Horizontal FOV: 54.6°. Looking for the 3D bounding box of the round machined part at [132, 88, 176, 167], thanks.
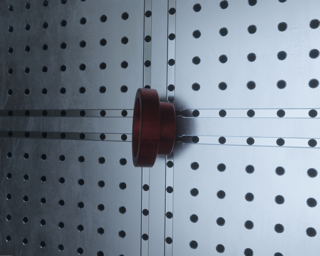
[{"bbox_3d":[-0.008,0.000,0.387,0.042,0.098,0.097,3,91,-11],"label":"round machined part"}]
